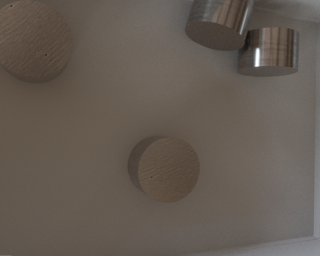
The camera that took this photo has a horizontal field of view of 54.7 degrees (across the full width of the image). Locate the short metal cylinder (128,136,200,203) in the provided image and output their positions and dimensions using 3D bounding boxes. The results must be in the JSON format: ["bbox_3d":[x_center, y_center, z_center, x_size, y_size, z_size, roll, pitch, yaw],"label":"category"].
[{"bbox_3d":[0.004,0.051,0.399,0.081,0.050,0.080,0,90,-20],"label":"short metal cylinder"}]

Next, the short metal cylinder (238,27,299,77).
[{"bbox_3d":[0.152,-0.104,0.437,0.081,0.080,0.050,2,90,-20],"label":"short metal cylinder"}]

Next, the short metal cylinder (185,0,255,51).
[{"bbox_3d":[0.079,-0.143,0.410,0.081,0.080,0.050,19,84,-19],"label":"short metal cylinder"}]

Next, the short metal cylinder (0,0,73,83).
[{"bbox_3d":[-0.141,-0.093,0.345,0.081,0.050,0.080,0,90,-20],"label":"short metal cylinder"}]
